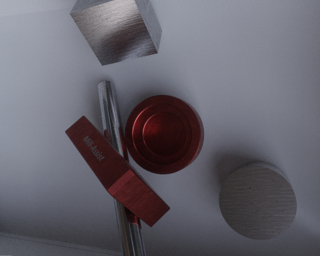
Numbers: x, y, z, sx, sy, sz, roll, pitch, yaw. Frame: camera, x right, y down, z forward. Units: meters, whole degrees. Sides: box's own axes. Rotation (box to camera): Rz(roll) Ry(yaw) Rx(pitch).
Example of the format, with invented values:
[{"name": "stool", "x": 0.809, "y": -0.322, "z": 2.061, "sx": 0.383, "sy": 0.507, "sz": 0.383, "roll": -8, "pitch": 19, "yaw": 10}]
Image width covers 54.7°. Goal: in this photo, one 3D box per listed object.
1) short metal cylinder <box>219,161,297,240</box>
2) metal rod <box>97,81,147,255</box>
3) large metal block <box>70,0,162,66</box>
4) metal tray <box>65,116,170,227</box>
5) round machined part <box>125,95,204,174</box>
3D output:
[{"name": "short metal cylinder", "x": 0.112, "y": 0.081, "z": 0.357, "sx": 0.080, "sy": 0.050, "sz": 0.079, "roll": 0, "pitch": 90, "yaw": 19}, {"name": "metal rod", "x": -0.044, "y": 0.065, "z": 0.360, "sx": 0.025, "sy": 0.025, "sz": 0.299, "roll": -26, "pitch": 57, "yaw": 18}, {"name": "large metal block", "x": -0.051, "y": -0.133, "z": 0.391, "sx": 0.080, "sy": 0.080, "sz": 0.050, "roll": -8, "pitch": 48, "yaw": 19}, {"name": "metal tray", "x": -0.051, "y": 0.047, "z": 0.360, "sx": 0.030, "sy": 0.090, "sz": 0.130, "roll": -43, "pitch": 44, "yaw": -7}, {"name": "round machined part", "x": 0.008, "y": 0.008, "z": 0.398, "sx": 0.098, "sy": 0.042, "sz": 0.097, "roll": 0, "pitch": 90, "yaw": 19}]
